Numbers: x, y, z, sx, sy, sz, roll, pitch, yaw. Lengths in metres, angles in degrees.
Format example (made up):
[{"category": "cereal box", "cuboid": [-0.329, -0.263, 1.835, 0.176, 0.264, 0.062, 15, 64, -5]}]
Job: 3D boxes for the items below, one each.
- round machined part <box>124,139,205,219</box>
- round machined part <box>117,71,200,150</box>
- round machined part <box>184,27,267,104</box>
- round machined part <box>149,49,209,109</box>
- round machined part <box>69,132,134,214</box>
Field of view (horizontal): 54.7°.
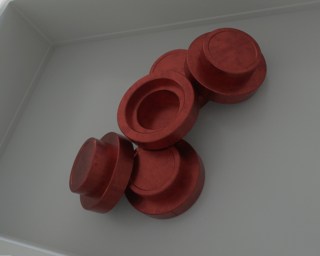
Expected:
[{"category": "round machined part", "cuboid": [-0.001, 0.052, 0.360, 0.098, 0.042, 0.098, -13, 56, 20]}, {"category": "round machined part", "cuboid": [0.001, -0.018, 0.374, 0.098, 0.042, 0.098, -13, 56, 20]}, {"category": "round machined part", "cuboid": [0.081, -0.081, 0.372, 0.099, 0.042, 0.098, 3, 63, -5]}, {"category": "round machined part", "cuboid": [0.024, -0.068, 0.420, 0.098, 0.042, 0.098, -13, 56, 20]}, {"category": "round machined part", "cuboid": [-0.075, 0.050, 0.373, 0.098, 0.042, 0.098, -39, 38, 40]}]
